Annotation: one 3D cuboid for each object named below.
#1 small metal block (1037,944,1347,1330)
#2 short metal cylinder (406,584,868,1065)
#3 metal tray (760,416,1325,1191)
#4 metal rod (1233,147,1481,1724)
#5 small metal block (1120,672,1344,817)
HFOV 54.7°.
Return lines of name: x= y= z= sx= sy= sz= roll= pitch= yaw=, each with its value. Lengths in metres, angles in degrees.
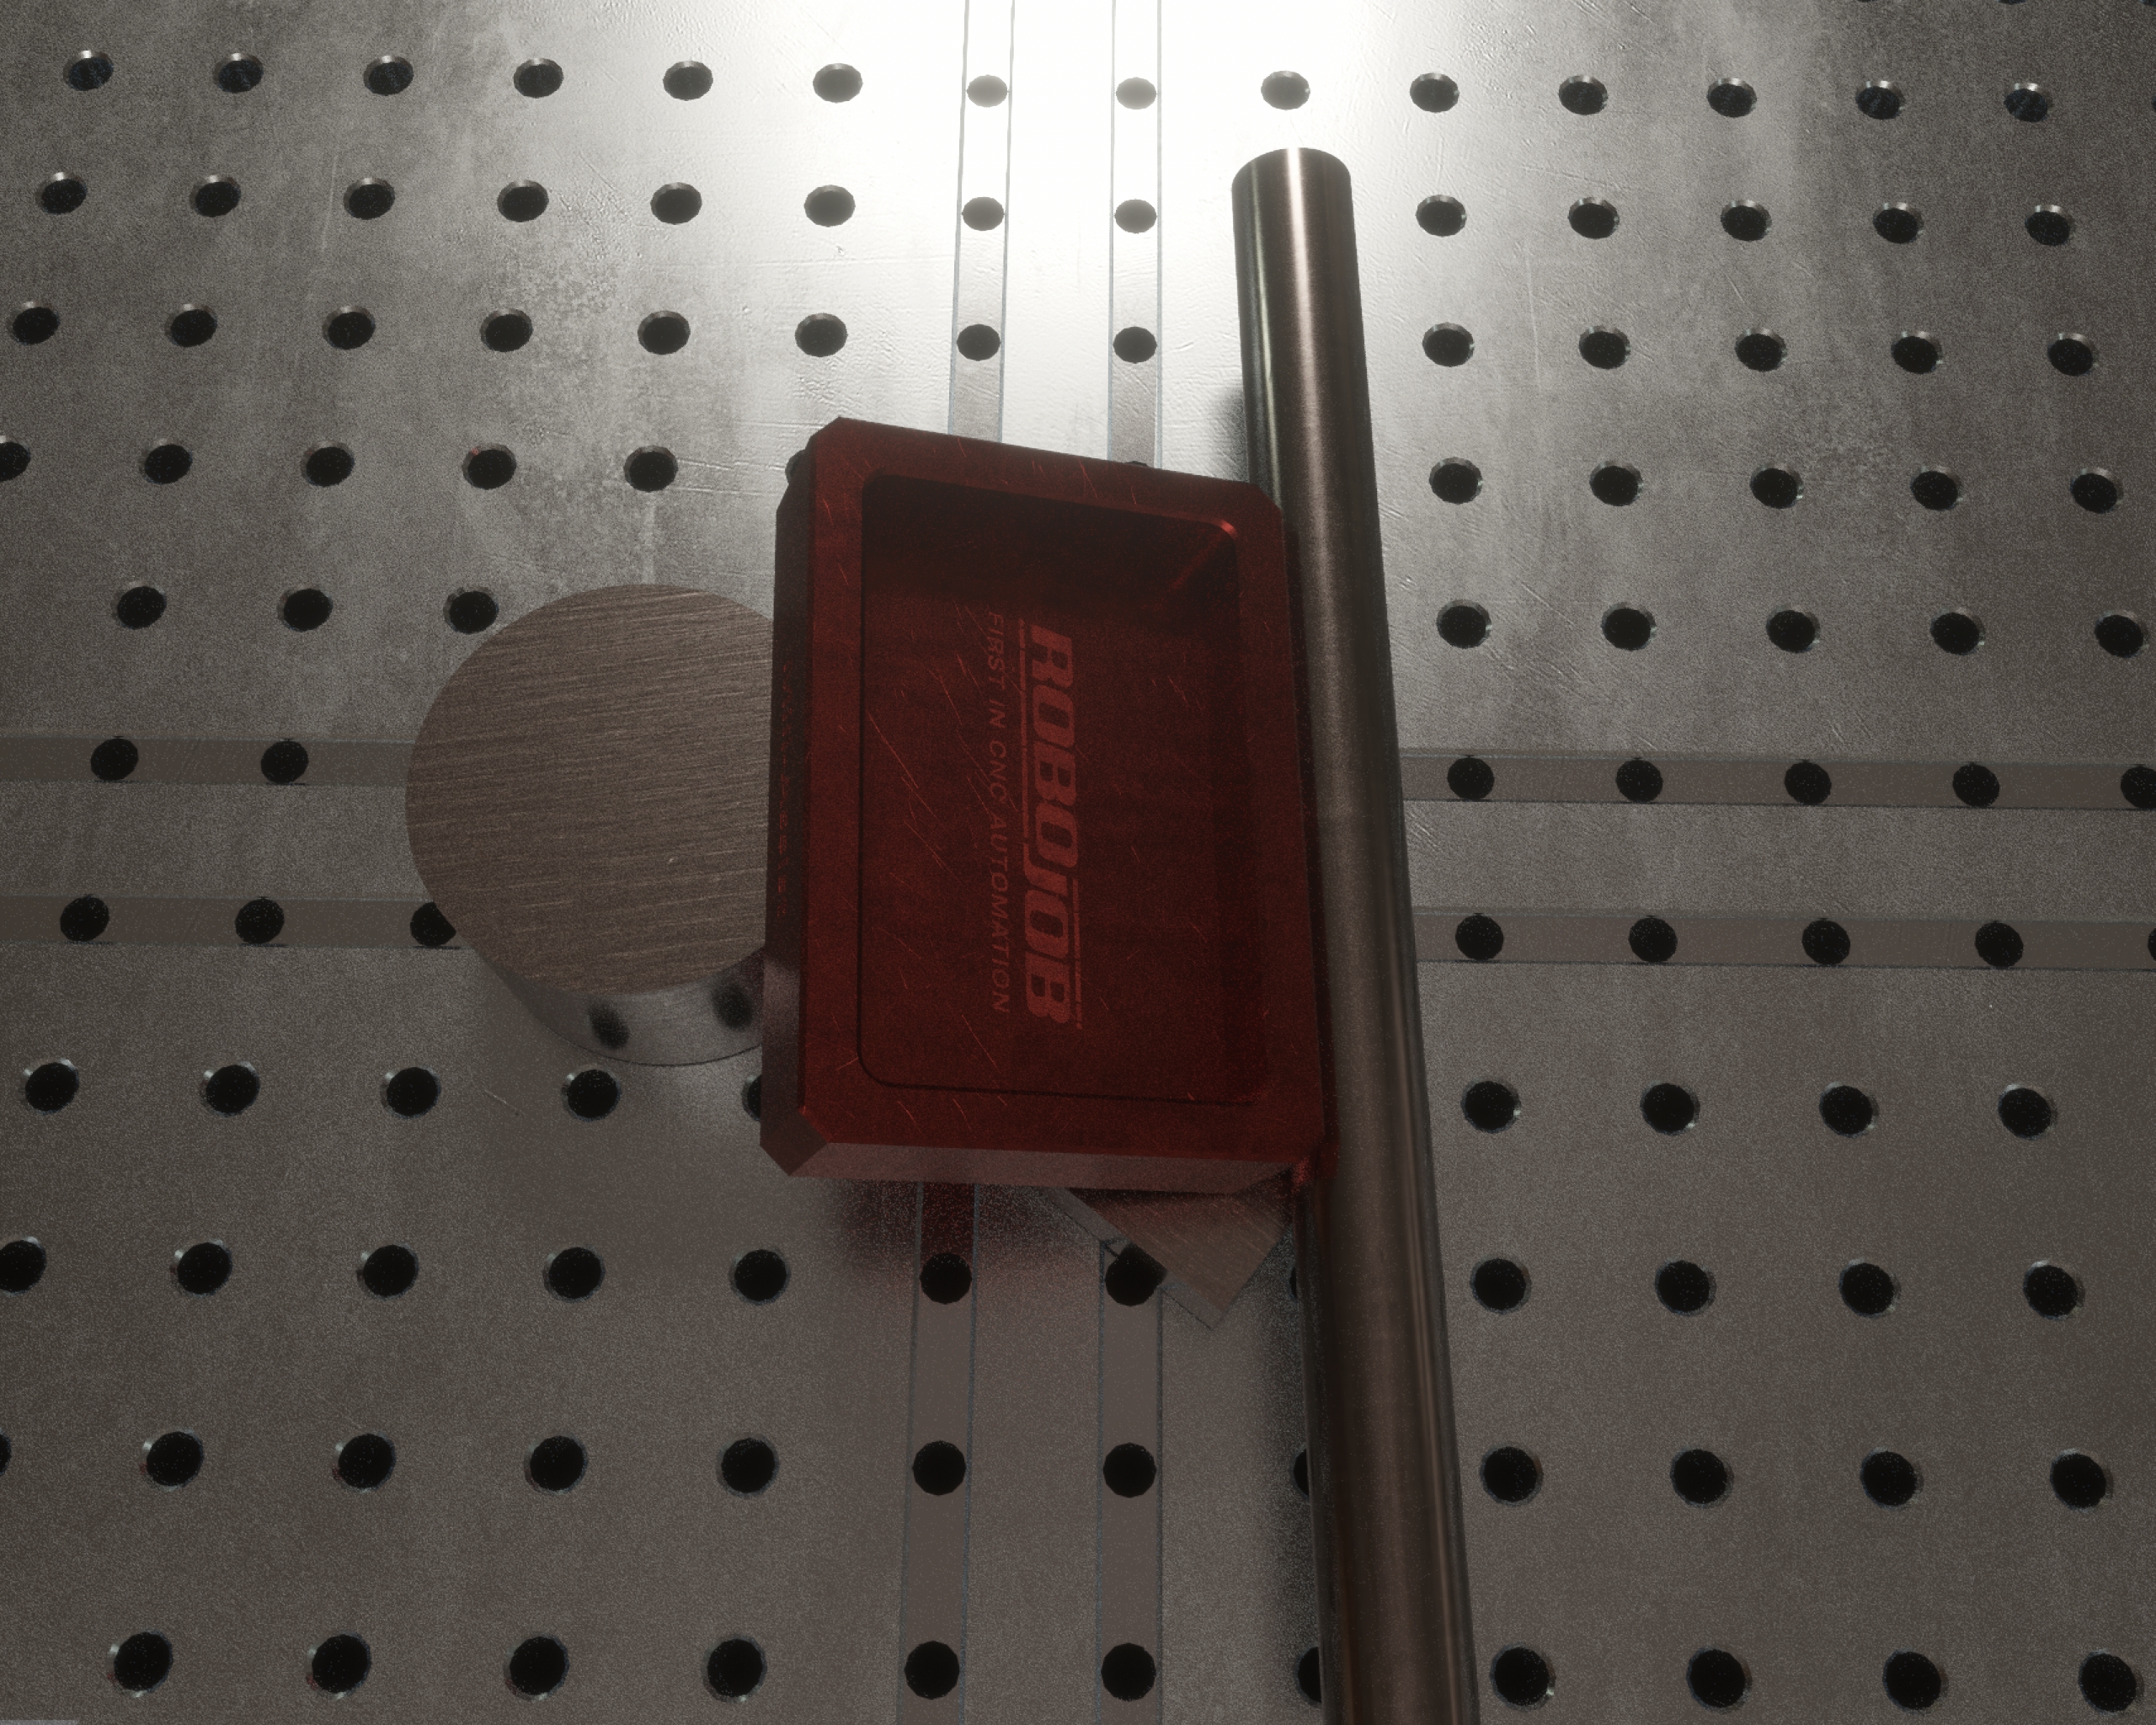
small metal block: x=0.022 y=0.051 z=0.392 sx=0.050 sy=0.025 sz=0.050 roll=37 pitch=74 yaw=12
short metal cylinder: x=-0.081 y=-0.006 z=0.399 sx=0.081 sy=0.050 sz=0.080 roll=0 pitch=70 yaw=0
metal tray: x=-0.007 y=-0.010 z=0.370 sx=0.091 sy=0.030 sz=0.130 roll=6 pitch=69 yaw=-19
metal rod: x=0.048 y=-0.001 z=0.386 sx=0.025 sy=0.025 sz=0.299 roll=-1 pitch=70 yaw=-1
small metal block: x=0.032 y=-0.031 z=0.424 sx=0.050 sy=0.025 sz=0.050 roll=-14 pitch=71 yaw=-6
